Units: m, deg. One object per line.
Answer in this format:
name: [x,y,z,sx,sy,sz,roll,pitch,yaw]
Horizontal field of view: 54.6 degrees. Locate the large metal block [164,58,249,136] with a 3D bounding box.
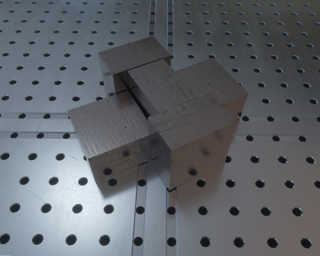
large metal block: [0.059,-0.042,0.427,0.081,0.050,0.080,-23,56,-18]

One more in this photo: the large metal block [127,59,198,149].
large metal block: [0.001,-0.027,0.395,0.050,0.080,0.080,-23,54,-18]

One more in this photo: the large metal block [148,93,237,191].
large metal block: [0.034,0.016,0.358,0.081,0.080,0.050,-22,54,-19]

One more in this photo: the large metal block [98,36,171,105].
large metal block: [-0.033,-0.070,0.430,0.081,0.080,0.050,-22,53,-18]

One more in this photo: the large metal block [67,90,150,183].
large metal block: [-0.059,0.008,0.386,0.081,0.050,0.080,-21,53,-17]
